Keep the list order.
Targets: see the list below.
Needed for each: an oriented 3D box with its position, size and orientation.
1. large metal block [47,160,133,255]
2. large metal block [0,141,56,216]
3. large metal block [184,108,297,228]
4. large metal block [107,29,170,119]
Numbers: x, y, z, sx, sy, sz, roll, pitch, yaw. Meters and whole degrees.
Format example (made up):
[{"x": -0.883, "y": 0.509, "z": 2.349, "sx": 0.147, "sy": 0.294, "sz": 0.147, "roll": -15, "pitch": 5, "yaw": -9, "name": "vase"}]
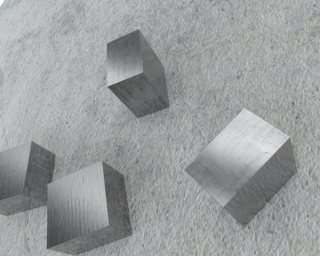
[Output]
[{"x": -0.086, "y": 0.097, "z": 0.373, "sx": 0.080, "sy": 0.050, "sz": 0.080, "roll": -24, "pitch": 53, "yaw": 13, "name": "large metal block"}, {"x": -0.205, "y": 0.075, "z": 0.450, "sx": 0.080, "sy": 0.050, "sz": 0.080, "roll": -18, "pitch": 55, "yaw": 18, "name": "large metal block"}, {"x": 0.082, "y": 0.041, "z": 0.300, "sx": 0.080, "sy": 0.080, "sz": 0.050, "roll": -46, "pitch": 51, "yaw": -3, "name": "large metal block"}, {"x": -0.030, "y": -0.073, "z": 0.429, "sx": 0.050, "sy": 0.080, "sz": 0.080, "roll": -19, "pitch": 54, "yaw": 17, "name": "large metal block"}]
